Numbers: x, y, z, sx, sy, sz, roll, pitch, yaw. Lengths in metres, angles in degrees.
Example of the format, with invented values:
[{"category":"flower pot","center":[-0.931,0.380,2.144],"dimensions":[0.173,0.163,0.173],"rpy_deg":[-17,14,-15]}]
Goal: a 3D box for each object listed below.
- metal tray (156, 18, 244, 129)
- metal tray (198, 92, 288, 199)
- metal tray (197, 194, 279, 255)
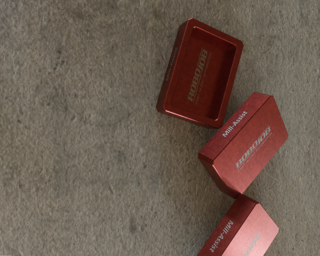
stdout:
[{"category":"metal tray","center":[0.056,-0.072,0.428],"dimensions":[0.091,0.030,0.129],"rpy_deg":[18,84,-20]},{"category":"metal tray","center":[0.121,0.024,0.437],"dimensions":[0.130,0.030,0.090],"rpy_deg":[-46,126,-14]},{"category":"metal tray","center":[0.106,0.169,0.432],"dimensions":[0.130,0.030,0.090],"rpy_deg":[-51,126,-13]}]
